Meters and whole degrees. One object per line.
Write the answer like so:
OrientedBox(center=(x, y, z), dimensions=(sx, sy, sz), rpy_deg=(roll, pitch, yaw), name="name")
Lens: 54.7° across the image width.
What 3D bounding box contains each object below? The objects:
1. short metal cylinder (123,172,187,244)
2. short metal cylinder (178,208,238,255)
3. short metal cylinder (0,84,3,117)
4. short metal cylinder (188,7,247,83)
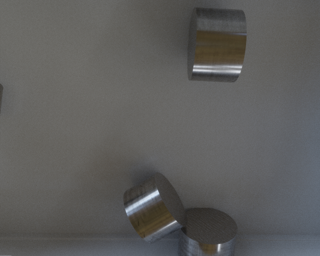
OrientedBox(center=(-0.005, 0.108, 0.422), dimensions=(0.050, 0.080, 0.080), rpy_deg=(-32, 107, 11), name="short metal cylinder")
OrientedBox(center=(0.067, 0.158, 0.441), dimensions=(0.081, 0.080, 0.050), rpy_deg=(1, 110, -1), name="short metal cylinder")
OrientedBox(center=(-0.234, -0.030, 0.368), dimensions=(0.081, 0.080, 0.050), rpy_deg=(15, 110, -6), name="short metal cylinder")
OrientedBox(center=(0.061, -0.092, 0.349), dimensions=(0.050, 0.080, 0.079), rpy_deg=(3, 110, -1), name="short metal cylinder")
